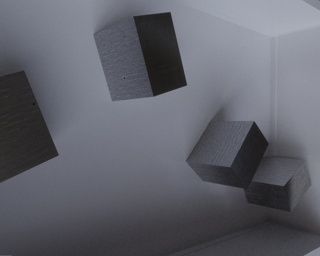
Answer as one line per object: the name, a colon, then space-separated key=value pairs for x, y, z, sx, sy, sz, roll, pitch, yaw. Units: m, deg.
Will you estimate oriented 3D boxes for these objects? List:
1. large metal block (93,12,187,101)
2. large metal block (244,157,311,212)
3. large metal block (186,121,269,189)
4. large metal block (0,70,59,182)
large metal block: x=-0.023 y=-0.077 z=0.351 sx=0.050 sy=0.080 sz=0.080 roll=-23 pitch=105 yaw=-38
large metal block: x=0.202 y=0.094 z=0.540 sx=0.081 sy=0.080 sz=0.050 roll=-33 pitch=111 yaw=-35
large metal block: x=0.098 y=0.036 z=0.453 sx=0.050 sy=0.080 sz=0.080 roll=49 pitch=61 yaw=-29
large metal block: x=-0.148 y=0.003 z=0.266 sx=0.081 sy=0.050 sz=0.080 roll=-28 pitch=108 yaw=-36
